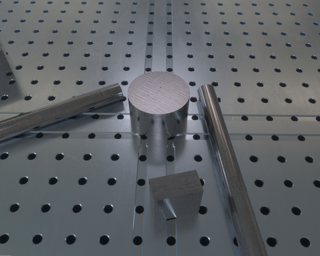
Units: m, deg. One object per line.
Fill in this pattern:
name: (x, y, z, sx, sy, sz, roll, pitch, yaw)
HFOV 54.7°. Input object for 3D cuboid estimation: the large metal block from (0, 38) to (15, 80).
large metal block: (-0.285, -0.111, 0.482, 0.081, 0.050, 0.080, -22, 54, -18)

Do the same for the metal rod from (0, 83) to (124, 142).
metal rod: (-0.192, -0.001, 0.407, 0.302, 0.025, 0.025, -21, 53, -17)

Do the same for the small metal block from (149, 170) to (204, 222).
small metal block: (0.016, 0.073, 0.330, 0.050, 0.050, 0.025, -10, 51, -8)

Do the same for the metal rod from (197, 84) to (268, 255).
metal rod: (0.083, 0.059, 0.358, 0.025, 0.025, 0.300, -5, 50, -4)

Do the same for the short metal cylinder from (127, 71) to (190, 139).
short metal cylinder: (-0.001, -0.031, 0.417, 0.081, 0.050, 0.080, 0, 50, 0)
